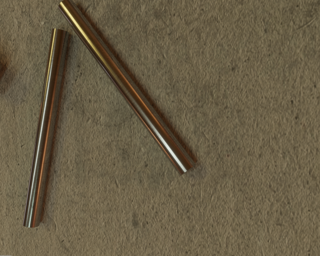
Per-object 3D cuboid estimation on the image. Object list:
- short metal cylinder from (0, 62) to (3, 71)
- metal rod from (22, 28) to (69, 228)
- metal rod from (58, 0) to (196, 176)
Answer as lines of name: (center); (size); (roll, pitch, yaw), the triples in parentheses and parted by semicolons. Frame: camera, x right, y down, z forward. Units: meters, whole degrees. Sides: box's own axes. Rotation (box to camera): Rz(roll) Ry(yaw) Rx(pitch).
short metal cylinder: (-0.299, -0.095, 0.485); (0.080, 0.080, 0.050); (37, 102, 16)
metal rod: (-0.173, 0.002, 0.469); (0.025, 0.025, 0.298); (11, 94, 19)
metal rod: (-0.051, -0.063, 0.426); (0.025, 0.025, 0.299); (-40, 78, 15)
